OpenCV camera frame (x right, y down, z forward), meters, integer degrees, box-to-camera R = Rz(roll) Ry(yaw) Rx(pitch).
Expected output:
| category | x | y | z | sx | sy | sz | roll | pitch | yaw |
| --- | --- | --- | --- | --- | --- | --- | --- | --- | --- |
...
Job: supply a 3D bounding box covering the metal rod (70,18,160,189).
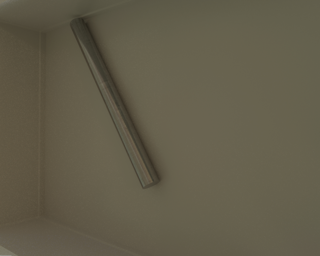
| category | x | y | z | sx | sy | sz | roll | pitch | yaw |
| --- | --- | --- | --- | --- | --- | --- | --- | --- | --- |
| metal rod | -0.075 | -0.049 | 0.466 | 0.025 | 0.025 | 0.299 | -40 | 66 | 32 |
